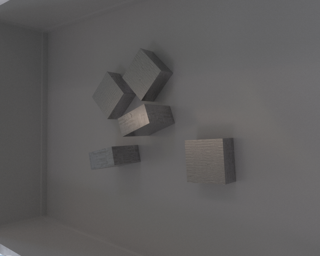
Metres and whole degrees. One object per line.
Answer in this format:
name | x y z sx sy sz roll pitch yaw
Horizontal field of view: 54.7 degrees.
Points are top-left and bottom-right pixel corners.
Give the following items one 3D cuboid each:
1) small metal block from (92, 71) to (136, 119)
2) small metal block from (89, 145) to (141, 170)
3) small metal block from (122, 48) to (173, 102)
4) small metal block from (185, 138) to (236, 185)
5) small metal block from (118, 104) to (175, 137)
small metal block | -0.070 -0.048 0.465 0.050 0.025 0.050 52 120 27
small metal block | -0.065 0.042 0.444 0.050 0.050 0.025 -16 80 39
small metal block | -0.018 -0.071 0.422 0.050 0.025 0.050 51 120 28
small metal block | 0.058 0.038 0.359 0.050 0.025 0.050 -5 87 40
small metal block | -0.018 -0.009 0.405 0.050 0.050 0.025 -26 74 37
